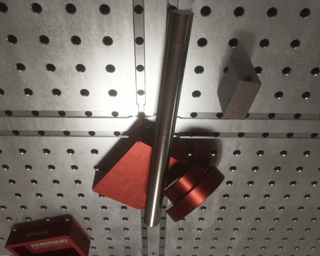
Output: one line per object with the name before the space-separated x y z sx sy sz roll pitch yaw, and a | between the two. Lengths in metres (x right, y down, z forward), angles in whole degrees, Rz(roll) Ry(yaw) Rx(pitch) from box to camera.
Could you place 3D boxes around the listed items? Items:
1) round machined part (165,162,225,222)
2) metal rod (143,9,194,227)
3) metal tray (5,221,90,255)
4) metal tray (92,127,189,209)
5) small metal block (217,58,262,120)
round machined part | 0.043 0.087 0.452 0.042 0.099 0.098 48 122 8
metal rod | 0.005 0.010 0.387 0.025 0.025 0.298 5 120 -5
metal tray | -0.214 0.226 0.597 0.131 0.030 0.090 -13 129 10
metal tray | -0.031 0.065 0.464 0.090 0.030 0.129 29 124 -23
small metal block | 0.090 -0.045 0.358 0.025 0.050 0.050 9 130 -8
